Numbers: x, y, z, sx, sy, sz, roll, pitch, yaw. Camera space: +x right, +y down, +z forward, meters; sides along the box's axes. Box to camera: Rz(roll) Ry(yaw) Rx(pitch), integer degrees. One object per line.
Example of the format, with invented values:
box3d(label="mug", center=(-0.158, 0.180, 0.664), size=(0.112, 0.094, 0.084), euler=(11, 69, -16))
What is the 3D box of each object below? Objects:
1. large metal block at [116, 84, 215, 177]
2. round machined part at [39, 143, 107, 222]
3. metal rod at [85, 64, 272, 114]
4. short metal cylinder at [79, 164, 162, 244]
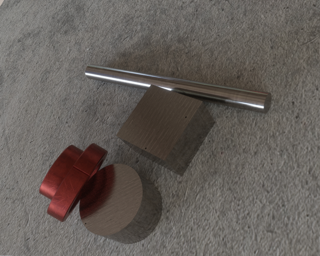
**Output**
box3d(label="large metal block", center=(0.008, 0.001, 0.383), size=(0.080, 0.050, 0.080), euler=(24, 74, 36))
box3d(label="round machined part", center=(-0.107, 0.059, 0.375), size=(0.042, 0.098, 0.098), euler=(31, 76, -2))
box3d(label="metal rod", center=(0.004, -0.062, 0.439), size=(0.300, 0.025, 0.025), euler=(16, 70, 34))
box3d(label="short metal cylinder", center=(-0.044, 0.088, 0.357), size=(0.080, 0.050, 0.080), euler=(-13, 56, 21))
